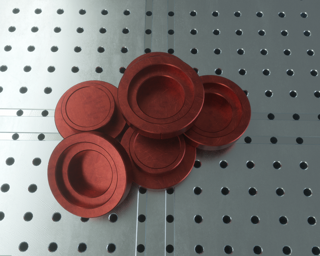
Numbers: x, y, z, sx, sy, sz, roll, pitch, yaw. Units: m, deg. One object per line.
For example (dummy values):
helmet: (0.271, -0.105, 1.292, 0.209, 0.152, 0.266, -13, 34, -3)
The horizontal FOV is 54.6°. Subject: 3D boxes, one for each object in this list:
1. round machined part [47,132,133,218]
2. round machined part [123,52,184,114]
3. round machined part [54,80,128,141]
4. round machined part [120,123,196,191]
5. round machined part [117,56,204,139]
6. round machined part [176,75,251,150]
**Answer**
round machined part: (-0.079, 0.052, 0.369, 0.098, 0.042, 0.097, 1, 93, 14)
round machined part: (-0.003, -0.064, 0.426, 0.099, 0.042, 0.098, 0, 70, 0)
round machined part: (-0.090, -0.020, 0.410, 0.099, 0.042, 0.098, 0, 70, 0)
round machined part: (-0.003, 0.028, 0.392, 0.099, 0.042, 0.098, 0, 70, 0)
round machined part: (0.001, -0.033, 0.369, 0.099, 0.042, 0.098, 0, 70, 0)
round machined part: (0.065, -0.017, 0.409, 0.099, 0.042, 0.098, 0, 70, 0)
